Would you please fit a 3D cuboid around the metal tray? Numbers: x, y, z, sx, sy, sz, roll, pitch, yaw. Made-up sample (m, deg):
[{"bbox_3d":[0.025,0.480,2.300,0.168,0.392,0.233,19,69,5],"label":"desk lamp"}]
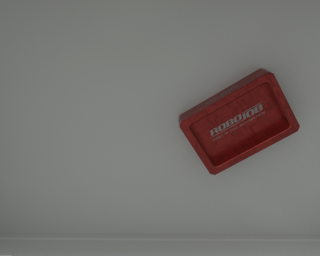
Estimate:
[{"bbox_3d":[0.102,-0.007,0.407,0.130,0.030,0.090,-30,108,10],"label":"metal tray"}]
